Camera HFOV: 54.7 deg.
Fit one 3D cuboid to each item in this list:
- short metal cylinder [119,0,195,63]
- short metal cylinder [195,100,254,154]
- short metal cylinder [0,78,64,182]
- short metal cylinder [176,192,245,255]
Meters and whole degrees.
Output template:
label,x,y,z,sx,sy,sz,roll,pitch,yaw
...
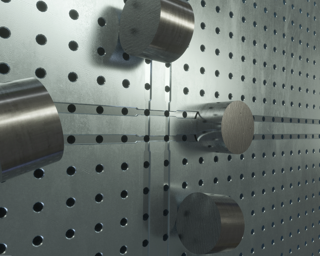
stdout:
label,x,y,z,sx,sy,sz,roll,pitch,yaw
short metal cylinder,-0.006,-0.121,0.368,0.050,0.080,0.080,3,88,-40
short metal cylinder,0.100,-0.001,0.477,0.081,0.050,0.079,0,90,-40
short metal cylinder,-0.126,0.000,0.268,0.050,0.080,0.080,-21,103,-38
short metal cylinder,0.069,0.132,0.431,0.050,0.080,0.080,15,80,-39
